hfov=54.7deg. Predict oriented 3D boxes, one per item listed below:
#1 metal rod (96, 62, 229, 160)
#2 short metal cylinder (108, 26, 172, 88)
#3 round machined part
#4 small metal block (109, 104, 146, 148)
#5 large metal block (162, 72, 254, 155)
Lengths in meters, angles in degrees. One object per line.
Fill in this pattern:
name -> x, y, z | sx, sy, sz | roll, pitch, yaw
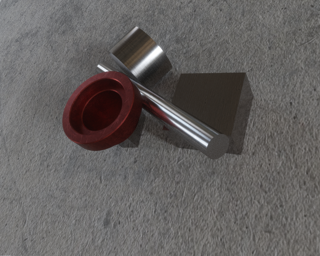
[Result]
metal rod -> -0.021, -0.040, 0.391 | 0.025, 0.025, 0.300 | -46, 37, -4
short metal cylinder -> -0.029, -0.097, 0.443 | 0.050, 0.080, 0.080 | -45, 51, -3
round machined part -> -0.064, -0.017, 0.374 | 0.098, 0.042, 0.098 | -12, 58, 21
small metal block -> -0.046, -0.006, 0.416 | 0.025, 0.050, 0.050 | -2, 61, 27
large metal block -> 0.059, -0.018, 0.369 | 0.080, 0.050, 0.080 | 5, 64, 30
